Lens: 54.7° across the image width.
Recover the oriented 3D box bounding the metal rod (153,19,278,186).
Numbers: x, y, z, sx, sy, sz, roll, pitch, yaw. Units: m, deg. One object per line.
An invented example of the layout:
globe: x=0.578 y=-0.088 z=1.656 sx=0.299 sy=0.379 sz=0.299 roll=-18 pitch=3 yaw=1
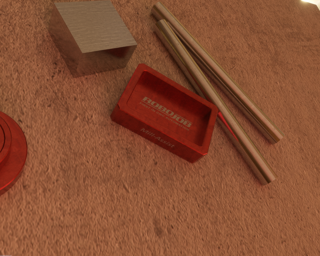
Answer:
metal rod: x=0.079 y=-0.046 z=0.476 sx=0.025 sy=0.025 sz=0.299 roll=-24 pitch=75 yaw=-37

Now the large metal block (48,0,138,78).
large metal block: x=-0.090 y=-0.120 z=0.414 sx=0.081 sy=0.050 sz=0.080 roll=-21 pitch=73 yaw=-36

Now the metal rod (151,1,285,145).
metal rod: x=0.092 y=-0.093 z=0.512 sx=0.300 sy=0.025 sz=0.025 roll=49 pitch=51 yaw=6

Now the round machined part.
round machined part: x=-0.176 y=0.019 z=0.287 sx=0.099 sy=0.042 sz=0.098 roll=14 pitch=56 yaw=-21

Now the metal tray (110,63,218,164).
metal tray: x=0.010 y=-0.021 z=0.420 sx=0.131 sy=0.030 sz=0.090 roll=29 pitch=52 yaw=-10
